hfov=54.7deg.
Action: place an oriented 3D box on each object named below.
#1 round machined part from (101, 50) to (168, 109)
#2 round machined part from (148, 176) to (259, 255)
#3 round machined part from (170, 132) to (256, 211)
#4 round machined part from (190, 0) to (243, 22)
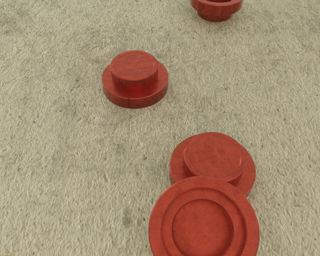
[{"bbox_3d":[-0.037,-0.078,0.457,0.099,0.042,0.098,0,50,0],"label":"round machined part"},{"bbox_3d":[0.040,0.097,0.296,0.099,0.042,0.098,-1,74,3],"label":"round machined part"},{"bbox_3d":[0.061,0.043,0.356,0.099,0.042,0.098,0,50,0],"label":"round machined part"},{"bbox_3d":[0.107,-0.240,0.594,0.099,0.042,0.098,0,50,0],"label":"round machined part"}]
